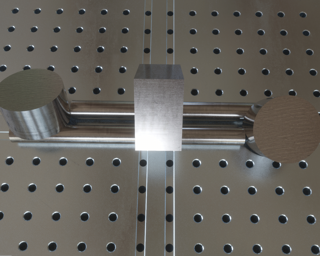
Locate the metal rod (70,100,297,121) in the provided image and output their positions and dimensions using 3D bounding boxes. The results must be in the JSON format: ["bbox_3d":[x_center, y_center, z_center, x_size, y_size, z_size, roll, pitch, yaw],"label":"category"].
[{"bbox_3d":[0.033,-0.023,0.420,0.302,0.025,0.025,1,70,0],"label":"metal rod"}]

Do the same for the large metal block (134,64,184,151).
[{"bbox_3d":[-0.001,-0.027,0.360,0.050,0.080,0.079,1,112,0],"label":"large metal block"}]

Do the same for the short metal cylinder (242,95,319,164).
[{"bbox_3d":[0.149,0.001,0.385,0.081,0.050,0.079,0,92,0],"label":"short metal cylinder"}]

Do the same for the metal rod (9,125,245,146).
[{"bbox_3d":[-0.042,0.009,0.407,0.302,0.025,0.025,1,70,0],"label":"metal rod"}]

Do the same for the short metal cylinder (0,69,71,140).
[{"bbox_3d":[-0.159,-0.031,0.393,0.081,0.050,0.080,0,47,0],"label":"short metal cylinder"}]
